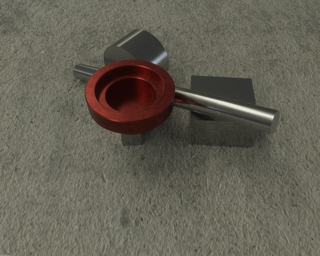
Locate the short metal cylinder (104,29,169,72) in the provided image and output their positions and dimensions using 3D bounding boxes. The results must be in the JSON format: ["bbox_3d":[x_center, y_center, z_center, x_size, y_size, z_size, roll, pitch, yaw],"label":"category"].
[{"bbox_3d":[-0.034,-0.094,0.448,0.080,0.080,0.050,30,56,22],"label":"short metal cylinder"}]

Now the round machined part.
[{"bbox_3d":[-0.033,-0.031,0.355,0.099,0.042,0.098,0,51,0],"label":"round machined part"}]

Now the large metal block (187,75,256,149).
[{"bbox_3d":[0.079,-0.022,0.408,0.080,0.050,0.080,4,50,2],"label":"large metal block"}]

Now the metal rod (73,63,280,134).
[{"bbox_3d":[-0.003,-0.046,0.395,0.300,0.025,0.025,19,51,32],"label":"metal rod"}]

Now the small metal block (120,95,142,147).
[{"bbox_3d":[-0.037,-0.011,0.398,0.025,0.050,0.050,-2,50,-2],"label":"small metal block"}]
